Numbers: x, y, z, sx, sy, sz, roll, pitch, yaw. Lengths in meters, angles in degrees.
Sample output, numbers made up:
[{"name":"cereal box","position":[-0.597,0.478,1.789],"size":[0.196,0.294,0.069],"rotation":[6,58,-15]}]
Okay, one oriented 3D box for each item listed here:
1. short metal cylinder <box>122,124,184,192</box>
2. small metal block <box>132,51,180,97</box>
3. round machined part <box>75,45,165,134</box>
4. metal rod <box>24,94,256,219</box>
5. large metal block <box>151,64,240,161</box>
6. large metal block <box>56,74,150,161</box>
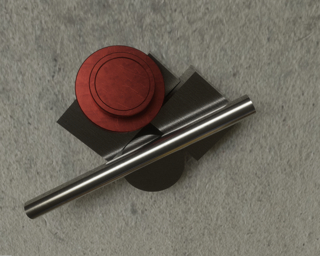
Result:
[{"name":"short metal cylinder","position":[-0.010,0.037,0.410],"size":[0.081,0.050,0.079],"rotation":[0,110,-1]},{"name":"small metal block","position":[-0.011,-0.060,0.388],"size":[0.050,0.025,0.050],"rotation":[41,105,-14]},{"name":"round machined part","position":[-0.042,-0.043,0.338],"size":[0.099,0.042,0.097],"rotation":[1,84,-12]},{"name":"metal rod","position":[-0.031,0.039,0.371],"size":[0.301,0.025,0.025],"rotation":[-26,108,9]},{"name":"large metal block","position":[0.043,-0.020,0.391],"size":[0.080,0.050,0.080],"rotation":[40,105,-14]},{"name":"large metal block","position":[-0.066,-0.018,0.389],"size":[0.080,0.050,0.080],"rotation":[40,105,-14]}]
